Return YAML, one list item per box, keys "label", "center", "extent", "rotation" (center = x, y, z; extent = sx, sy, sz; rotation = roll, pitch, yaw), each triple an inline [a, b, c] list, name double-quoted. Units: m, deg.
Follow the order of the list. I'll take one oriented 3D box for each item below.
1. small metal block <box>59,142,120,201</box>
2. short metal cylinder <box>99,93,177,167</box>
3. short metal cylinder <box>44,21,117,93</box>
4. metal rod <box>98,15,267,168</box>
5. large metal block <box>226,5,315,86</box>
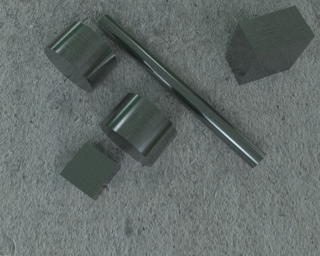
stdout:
- label: "small metal block"
  center: [-0.086, 0.054, 0.387]
  extent: [0.050, 0.025, 0.050]
  rotation: [33, 73, 11]
- label: "short metal cylinder"
  center: [-0.026, 0.003, 0.378]
  extent: [0.080, 0.080, 0.050]
  rotation: [36, 74, 12]
- label: "short metal cylinder"
  center: [-0.104, -0.093, 0.412]
  extent: [0.080, 0.080, 0.050]
  rotation: [35, 74, 11]
- label: "metal rod"
  center: [0.022, -0.059, 0.429]
  extent: [0.025, 0.025, 0.300]
  rotation: [-43, 76, -14]
- label: "large metal block"
  center: [0.144, -0.109, 0.421]
  extent: [0.081, 0.080, 0.050]
  rotation: [-19, 72, -7]
